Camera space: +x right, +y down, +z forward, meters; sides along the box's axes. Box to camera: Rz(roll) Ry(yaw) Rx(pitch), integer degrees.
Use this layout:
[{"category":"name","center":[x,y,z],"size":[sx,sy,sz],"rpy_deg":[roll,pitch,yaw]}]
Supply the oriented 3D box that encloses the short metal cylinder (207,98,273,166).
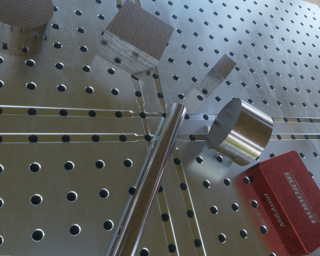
[{"category":"short metal cylinder","center":[0.108,0.005,0.428],"size":[0.050,0.080,0.080],"rpy_deg":[29,52,-10]}]

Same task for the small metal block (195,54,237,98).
[{"category":"small metal block","center":[0.088,-0.082,0.490],"size":[0.025,0.050,0.050],"rpy_deg":[41,51,-1]}]

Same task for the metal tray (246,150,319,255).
[{"category":"metal tray","center":[0.192,0.103,0.445],"size":[0.091,0.030,0.130],"rpy_deg":[-12,68,-33]}]

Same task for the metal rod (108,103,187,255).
[{"category":"metal rod","center":[-0.020,0.084,0.345],"size":[0.025,0.025,0.300],"rpy_deg":[30,52,-9]}]

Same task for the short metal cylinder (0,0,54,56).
[{"category":"short metal cylinder","center":[-0.176,-0.136,0.380],"size":[0.081,0.050,0.080],"rpy_deg":[14,56,-21]}]

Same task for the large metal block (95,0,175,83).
[{"category":"large metal block","center":[-0.035,-0.126,0.450],"size":[0.080,0.050,0.080],"rpy_deg":[29,52,-10]}]
